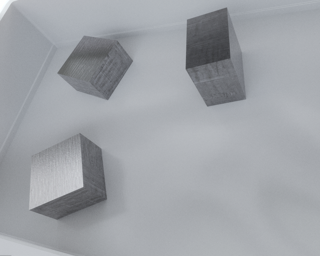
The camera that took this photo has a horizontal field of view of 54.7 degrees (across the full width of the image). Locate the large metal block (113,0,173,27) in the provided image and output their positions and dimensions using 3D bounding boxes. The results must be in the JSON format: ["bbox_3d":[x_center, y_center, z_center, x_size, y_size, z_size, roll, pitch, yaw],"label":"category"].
[{"bbox_3d":[-0.031,-0.237,0.553,0.080,0.050,0.080,-45,50,-4],"label":"large metal block"}]

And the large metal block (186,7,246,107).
[{"bbox_3d":[0.071,-0.085,0.386,0.050,0.080,0.080,-10,58,23],"label":"large metal block"}]

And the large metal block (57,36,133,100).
[{"bbox_3d":[-0.105,-0.100,0.506,0.080,0.050,0.080,19,72,35],"label":"large metal block"}]

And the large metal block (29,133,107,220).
[{"bbox_3d":[-0.123,0.065,0.414,0.080,0.050,0.080,-24,53,13],"label":"large metal block"}]
